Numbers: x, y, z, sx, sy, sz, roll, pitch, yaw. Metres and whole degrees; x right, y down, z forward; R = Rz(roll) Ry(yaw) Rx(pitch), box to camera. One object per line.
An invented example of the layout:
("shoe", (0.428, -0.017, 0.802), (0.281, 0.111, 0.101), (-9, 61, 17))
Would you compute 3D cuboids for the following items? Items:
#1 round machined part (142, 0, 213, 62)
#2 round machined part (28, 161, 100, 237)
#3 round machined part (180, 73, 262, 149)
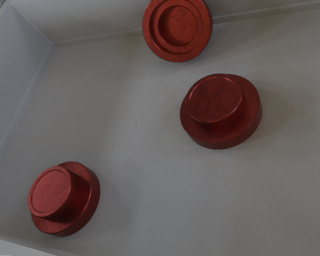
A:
("round machined part", (0.028, -0.147, 0.446), (0.098, 0.097, 0.042), (-10, 20, 22))
("round machined part", (-0.132, 0.089, 0.408), (0.098, 0.042, 0.098), (-13, 56, 20))
("round machined part", (0.069, -0.027, 0.374), (0.098, 0.042, 0.098), (-13, 56, 20))
